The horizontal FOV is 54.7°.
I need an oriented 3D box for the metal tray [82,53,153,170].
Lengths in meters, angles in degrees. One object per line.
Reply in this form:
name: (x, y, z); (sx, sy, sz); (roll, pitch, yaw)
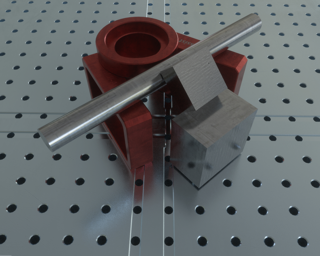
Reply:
metal tray: (-0.053, -0.023, 0.384); (0.030, 0.089, 0.130); (-23, 54, -18)

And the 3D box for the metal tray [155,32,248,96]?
metal tray: (0.046, -0.076, 0.429); (0.130, 0.089, 0.030); (25, 55, 19)

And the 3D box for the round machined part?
round machined part: (-0.027, -0.094, 0.385); (0.099, 0.042, 0.098); (0, 50, 0)

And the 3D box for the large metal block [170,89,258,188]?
large metal block: (0.059, 0.010, 0.360); (0.080, 0.080, 0.050); (-34, 58, -25)

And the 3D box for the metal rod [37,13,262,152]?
metal rod: (0.010, -0.064, 0.344); (0.302, 0.025, 0.025); (-33, 58, -25)

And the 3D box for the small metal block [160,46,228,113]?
small metal block: (0.037, -0.051, 0.328); (0.050, 0.050, 0.025); (-35, 14, -26)
